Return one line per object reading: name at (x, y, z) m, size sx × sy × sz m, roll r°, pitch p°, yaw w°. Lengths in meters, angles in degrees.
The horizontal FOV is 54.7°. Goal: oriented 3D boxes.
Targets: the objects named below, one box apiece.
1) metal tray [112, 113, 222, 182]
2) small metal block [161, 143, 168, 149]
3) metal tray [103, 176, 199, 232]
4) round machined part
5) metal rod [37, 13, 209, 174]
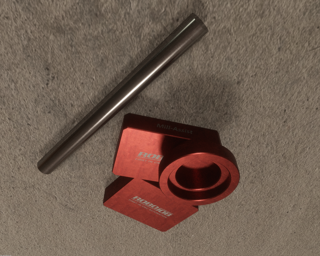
metal tray at (0.007, 0.034, 0.424) m, size 0.131 × 0.030 × 0.089 m, roll 11°, pitch 129°, yaw -10°
small metal block at (0.024, 0.033, 0.436) m, size 0.050 × 0.025 × 0.050 m, roll 7°, pitch 130°, yaw -7°
metal tray at (-0.014, 0.116, 0.503) m, size 0.130 × 0.030 × 0.090 m, roll 33°, pitch 123°, yaw -25°
round machined part at (0.047, 0.052, 0.392) m, size 0.099 × 0.042 × 0.097 m, roll -1°, pitch 130°, yaw -1°
metal rod at (-0.063, -0.025, 0.384) m, size 0.025 × 0.025 × 0.299 m, roll 36°, pitch 121°, yaw -27°
